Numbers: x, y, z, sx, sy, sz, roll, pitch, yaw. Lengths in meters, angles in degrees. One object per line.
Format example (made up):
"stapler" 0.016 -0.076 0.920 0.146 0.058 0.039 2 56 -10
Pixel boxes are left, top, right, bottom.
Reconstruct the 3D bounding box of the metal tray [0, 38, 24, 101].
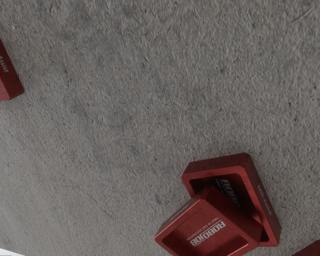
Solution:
"metal tray" -0.280 -0.106 0.486 0.090 0.030 0.129 -2 118 29

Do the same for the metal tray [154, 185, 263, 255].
"metal tray" 0.061 0.144 0.420 0.090 0.030 0.129 39 129 2

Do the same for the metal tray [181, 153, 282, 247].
"metal tray" 0.096 0.101 0.415 0.090 0.030 0.130 -15 111 34

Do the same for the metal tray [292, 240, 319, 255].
"metal tray" 0.213 0.218 0.426 0.090 0.030 0.129 35 129 5
